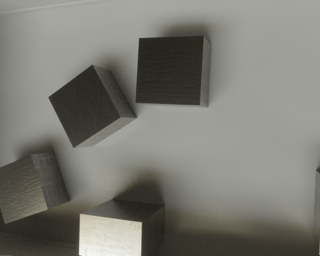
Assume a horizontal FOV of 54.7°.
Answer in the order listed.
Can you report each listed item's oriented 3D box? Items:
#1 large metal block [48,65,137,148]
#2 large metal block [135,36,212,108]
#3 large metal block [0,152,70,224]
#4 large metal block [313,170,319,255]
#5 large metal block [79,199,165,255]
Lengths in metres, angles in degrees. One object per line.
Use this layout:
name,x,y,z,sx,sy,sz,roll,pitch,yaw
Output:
large metal block,-0.092,-0.028,0.429,0.080,0.050,0.080,-32,80,17
large metal block,0.018,-0.068,0.390,0.080,0.050,0.079,4,91,19
large metal block,-0.194,0.088,0.464,0.080,0.050,0.080,-22,83,18
large metal block,0.209,0.090,0.324,0.080,0.050,0.079,2,91,19
large metal block,-0.045,0.129,0.396,0.080,0.080,0.050,2,91,19
